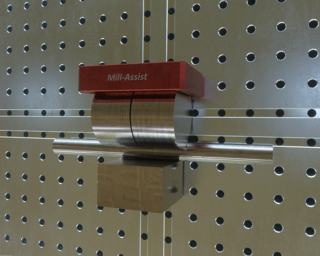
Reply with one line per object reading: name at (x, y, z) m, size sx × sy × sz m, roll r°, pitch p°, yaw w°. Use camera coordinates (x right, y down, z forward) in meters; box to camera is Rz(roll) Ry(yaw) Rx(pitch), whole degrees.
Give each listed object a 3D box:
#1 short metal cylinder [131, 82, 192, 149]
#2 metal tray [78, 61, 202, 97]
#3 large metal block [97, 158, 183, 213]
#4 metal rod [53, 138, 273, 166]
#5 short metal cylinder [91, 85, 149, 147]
short metal cylinder at (0.005, -0.016, 0.379) m, size 0.050 × 0.080 × 0.079 m, roll 2°, pitch 91°, yaw 20°
metal tray at (-0.021, -0.056, 0.381) m, size 0.130 × 0.090 × 0.030 m, roll 1°, pitch 91°, yaw 20°
large metal block at (-0.022, 0.067, 0.386) m, size 0.080 × 0.080 × 0.050 m, roll 1°, pitch 91°, yaw 20°
metal rod at (-0.010, 0.029, 0.412) m, size 0.301 × 0.025 × 0.025 m, roll 1°, pitch 91°, yaw 19°
short metal cylinder at (-0.044, -0.016, 0.396) m, size 0.050 × 0.080 × 0.079 m, roll 1°, pitch 90°, yaw 20°
